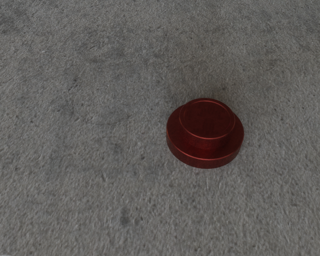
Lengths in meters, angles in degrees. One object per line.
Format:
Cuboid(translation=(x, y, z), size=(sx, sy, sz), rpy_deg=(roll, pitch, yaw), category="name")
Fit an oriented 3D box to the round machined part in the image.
Cuboid(translation=(0.058, 0.000, 0.393), size=(0.099, 0.042, 0.098), rpy_deg=(0, 50, 0), category="round machined part")
